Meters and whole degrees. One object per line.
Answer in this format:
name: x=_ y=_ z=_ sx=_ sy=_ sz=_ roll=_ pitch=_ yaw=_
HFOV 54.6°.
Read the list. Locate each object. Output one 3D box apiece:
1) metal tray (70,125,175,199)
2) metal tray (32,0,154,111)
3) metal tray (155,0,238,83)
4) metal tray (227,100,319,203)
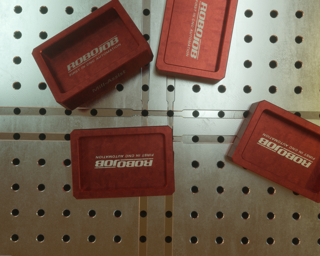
metal tray: x=-0.048 y=0.044 z=0.410 sx=0.131 sy=0.030 sz=0.090 roll=-2 pitch=90 yaw=0
metal tray: x=-0.086 y=-0.094 z=0.396 sx=0.130 sy=0.030 sz=0.090 roll=-32 pitch=71 yaw=0
metal tray: x=0.049 y=-0.131 z=0.410 sx=0.090 sy=0.030 sz=0.129 roll=10 pitch=90 yaw=0
metal tray: x=0.169 y=0.030 z=0.411 sx=0.130 sy=0.030 sz=0.090 roll=26 pitch=90 yaw=0
